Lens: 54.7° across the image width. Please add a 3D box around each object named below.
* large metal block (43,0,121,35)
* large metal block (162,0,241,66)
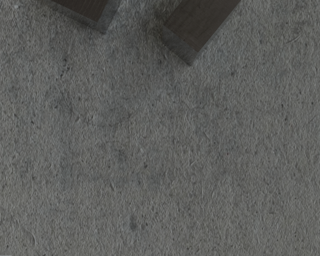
[{"bbox_3d":[-0.094,-0.180,0.396,0.080,0.050,0.080,26,90,0],"label":"large metal block"},{"bbox_3d":[0.048,-0.130,0.383,0.050,0.080,0.080,39,90,0],"label":"large metal block"}]
